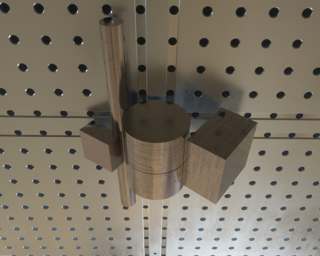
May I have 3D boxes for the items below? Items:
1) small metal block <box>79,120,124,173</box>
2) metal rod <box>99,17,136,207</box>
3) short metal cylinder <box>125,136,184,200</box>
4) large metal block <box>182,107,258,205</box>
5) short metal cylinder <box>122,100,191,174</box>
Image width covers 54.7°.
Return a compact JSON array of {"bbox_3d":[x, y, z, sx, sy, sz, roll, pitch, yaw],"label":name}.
[{"bbox_3d":[-0.077,0.024,0.412,0.050,0.025,0.050,24,135,25],"label":"small metal block"},{"bbox_3d":[-0.050,0.006,0.410,0.025,0.025,0.298,0,130,0],"label":"metal rod"},{"bbox_3d":[-0.005,0.048,0.411,0.081,0.080,0.050,0,130,-1],"label":"short metal cylinder"},{"bbox_3d":[0.074,0.034,0.390,0.050,0.080,0.079,27,137,27],"label":"large metal block"},{"bbox_3d":[-0.005,0.009,0.378,0.081,0.080,0.050,0,130,-1],"label":"short metal cylinder"}]
